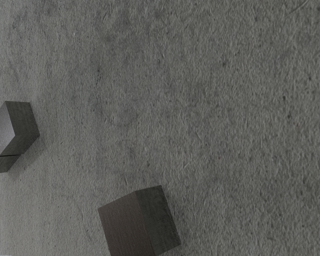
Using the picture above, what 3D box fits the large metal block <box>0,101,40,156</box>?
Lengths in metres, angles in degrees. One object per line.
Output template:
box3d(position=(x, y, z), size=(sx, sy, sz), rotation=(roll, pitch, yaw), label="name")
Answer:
box3d(position=(-0.298, 0.001, 0.636), size=(0.080, 0.050, 0.080), rotation=(-39, 66, 33), label="large metal block")

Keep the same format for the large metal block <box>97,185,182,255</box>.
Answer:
box3d(position=(-0.029, 0.130, 0.413), size=(0.080, 0.050, 0.080), rotation=(-32, 71, 35), label="large metal block")

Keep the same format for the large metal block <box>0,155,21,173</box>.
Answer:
box3d(position=(-0.360, 0.047, 0.686), size=(0.080, 0.050, 0.080), rotation=(-40, 66, 33), label="large metal block")
